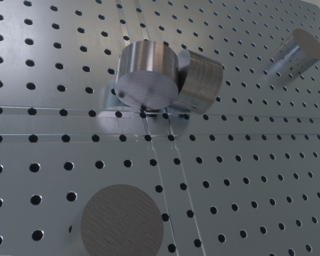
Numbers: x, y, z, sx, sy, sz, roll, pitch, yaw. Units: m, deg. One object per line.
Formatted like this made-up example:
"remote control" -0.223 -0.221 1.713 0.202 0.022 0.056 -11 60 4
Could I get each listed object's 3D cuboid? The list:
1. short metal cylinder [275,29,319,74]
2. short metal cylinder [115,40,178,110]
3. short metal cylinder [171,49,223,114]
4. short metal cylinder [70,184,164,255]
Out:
"short metal cylinder" 0.290 -0.159 0.645 0.081 0.050 0.080 13 56 -21
"short metal cylinder" -0.016 -0.067 0.405 0.081 0.080 0.050 15 56 -20
"short metal cylinder" 0.045 -0.064 0.436 0.050 0.080 0.080 17 55 -19
"short metal cylinder" -0.043 0.102 0.306 0.081 0.050 0.080 14 56 -21
